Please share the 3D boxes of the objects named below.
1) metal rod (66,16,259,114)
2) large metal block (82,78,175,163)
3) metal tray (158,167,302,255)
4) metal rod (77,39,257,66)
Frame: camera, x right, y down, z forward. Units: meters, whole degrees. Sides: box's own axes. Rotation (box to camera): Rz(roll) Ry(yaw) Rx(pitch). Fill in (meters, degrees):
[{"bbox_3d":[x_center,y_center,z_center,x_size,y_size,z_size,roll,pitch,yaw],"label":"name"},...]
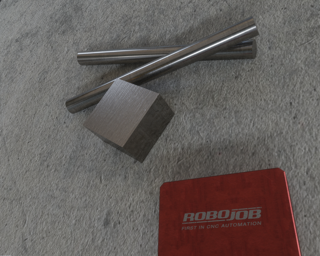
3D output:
[{"bbox_3d":[-0.013,-0.080,0.439,0.300,0.025,0.025,-19,54,23],"label":"metal rod"},{"bbox_3d":[-0.041,-0.011,0.415,0.080,0.050,0.080,24,75,36],"label":"large metal block"},{"bbox_3d":[0.064,0.094,0.309,0.130,0.030,0.090,-11,57,21],"label":"metal tray"},{"bbox_3d":[-0.008,-0.113,0.475,0.300,0.025,0.025,5,64,29],"label":"metal rod"}]
